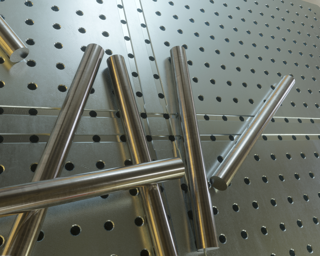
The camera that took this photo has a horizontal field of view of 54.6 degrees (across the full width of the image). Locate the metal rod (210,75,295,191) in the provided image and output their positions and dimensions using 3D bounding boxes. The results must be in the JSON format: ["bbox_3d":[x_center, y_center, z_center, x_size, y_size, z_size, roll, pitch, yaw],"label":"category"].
[{"bbox_3d":[0.161,-0.009,0.498,0.025,0.025,0.301,44,51,2],"label":"metal rod"}]

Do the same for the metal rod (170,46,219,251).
[{"bbox_3d":[0.042,0.007,0.425,0.025,0.025,0.299,8,58,-24],"label":"metal rod"}]

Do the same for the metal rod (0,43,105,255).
[{"bbox_3d":[-0.109,0.016,0.339,0.025,0.025,0.300,21,54,-16],"label":"metal rod"}]

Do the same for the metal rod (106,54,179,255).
[{"bbox_3d":[-0.022,0.037,0.372,0.025,0.025,0.299,-3,63,-29],"label":"metal rod"}]

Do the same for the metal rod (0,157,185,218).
[{"bbox_3d":[-0.108,0.060,0.279,0.302,0.025,0.025,-6,65,-31],"label":"metal rod"}]

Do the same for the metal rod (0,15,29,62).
[{"bbox_3d":[-0.265,-0.200,0.387,0.300,0.025,0.025,49,51,6],"label":"metal rod"}]
